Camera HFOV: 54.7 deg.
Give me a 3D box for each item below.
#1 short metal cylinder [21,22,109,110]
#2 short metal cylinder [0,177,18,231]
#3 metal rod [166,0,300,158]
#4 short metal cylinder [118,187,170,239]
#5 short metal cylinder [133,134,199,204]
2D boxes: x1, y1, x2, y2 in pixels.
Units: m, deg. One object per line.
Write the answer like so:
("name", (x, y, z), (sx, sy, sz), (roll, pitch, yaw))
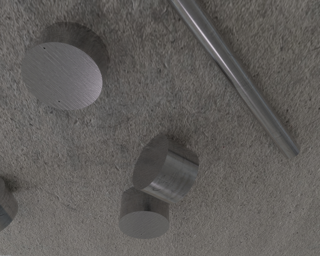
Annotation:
("short metal cylinder", (-0.099, -0.066, 0.334), (0.081, 0.050, 0.079), (0, 130, 0))
("short metal cylinder", (-0.266, 0.118, 0.468), (0.080, 0.080, 0.050), (-4, 130, 3))
("metal rod", (0.092, -0.057, 0.359), (0.025, 0.025, 0.300), (-31, 124, 23))
("short metal cylinder", (-0.025, 0.138, 0.508), (0.081, 0.050, 0.079), (0, 130, 0))
("short metal cylinder", (0.007, 0.055, 0.418), (0.050, 0.080, 0.080), (30, 124, -23))
